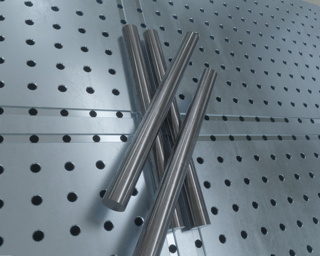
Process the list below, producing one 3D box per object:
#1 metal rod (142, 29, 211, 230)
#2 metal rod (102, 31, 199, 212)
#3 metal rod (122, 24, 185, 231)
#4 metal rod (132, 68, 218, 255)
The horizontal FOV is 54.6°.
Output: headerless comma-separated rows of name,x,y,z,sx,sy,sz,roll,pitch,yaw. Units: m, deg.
metal rod,0.016,-0.016,0.426,0.025,0.025,0.299,1,61,-28
metal rod,0.002,-0.033,0.397,0.025,0.025,0.301,31,52,-9
metal rod,-0.015,-0.018,0.411,0.025,0.025,0.299,1,61,-28
metal rod,0.027,0.029,0.372,0.025,0.025,0.301,30,52,-9
